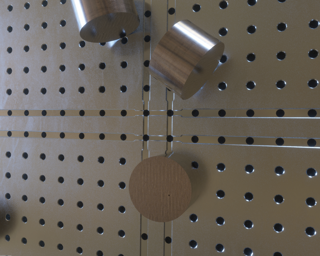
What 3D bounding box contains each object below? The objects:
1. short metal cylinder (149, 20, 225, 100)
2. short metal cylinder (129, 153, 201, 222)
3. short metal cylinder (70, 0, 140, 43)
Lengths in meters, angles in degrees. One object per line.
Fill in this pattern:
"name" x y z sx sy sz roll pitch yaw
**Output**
"short metal cylinder" 0.032 -0.081 0.372 0.050 0.080 0.080 39 102 16
"short metal cylinder" 0.007 0.074 0.397 0.080 0.050 0.079 0 90 20
"short metal cylinder" -0.072 -0.154 0.409 0.080 0.080 0.050 -18 84 19
